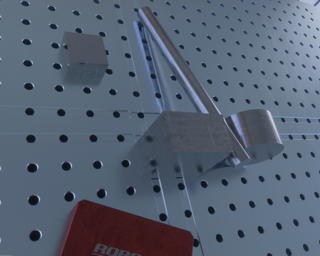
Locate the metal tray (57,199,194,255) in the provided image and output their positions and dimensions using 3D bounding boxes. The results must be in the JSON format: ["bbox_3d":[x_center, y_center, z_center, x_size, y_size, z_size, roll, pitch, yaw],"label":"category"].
[{"bbox_3d":[-0.034,0.134,0.306,0.131,0.030,0.090,22,53,-16],"label":"metal tray"}]

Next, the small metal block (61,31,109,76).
[{"bbox_3d":[-0.101,-0.099,0.415,0.050,0.025,0.050,-2,63,-30],"label":"small metal block"}]

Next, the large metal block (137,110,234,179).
[{"bbox_3d":[0.027,0.023,0.375,0.081,0.080,0.050,2,61,-27],"label":"large metal block"}]

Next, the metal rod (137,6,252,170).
[{"bbox_3d":[0.037,-0.073,0.444,0.025,0.025,0.299,-9,57,-32],"label":"metal rod"}]

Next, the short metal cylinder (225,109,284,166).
[{"bbox_3d":[0.124,0.015,0.433,0.081,0.080,0.050,4,60,-27],"label":"short metal cylinder"}]
